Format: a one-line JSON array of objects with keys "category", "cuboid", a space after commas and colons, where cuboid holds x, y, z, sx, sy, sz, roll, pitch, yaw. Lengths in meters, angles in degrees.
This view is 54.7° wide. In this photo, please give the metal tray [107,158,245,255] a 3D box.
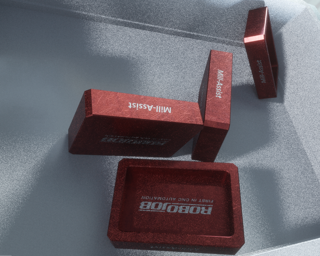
[{"category": "metal tray", "cuboid": [0.017, 0.081, 0.328, 0.131, 0.030, 0.090, 3, 55, 2]}]

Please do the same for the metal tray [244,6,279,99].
[{"category": "metal tray", "cuboid": [0.175, -0.124, 0.525, 0.130, 0.030, 0.090, 59, 38, -41]}]

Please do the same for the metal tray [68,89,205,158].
[{"category": "metal tray", "cuboid": [-0.028, 0.001, 0.349, 0.131, 0.090, 0.030, 5, 60, -26]}]

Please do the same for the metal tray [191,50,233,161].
[{"category": "metal tray", "cuboid": [0.070, -0.030, 0.418, 0.030, 0.090, 0.130, 10, 55, 2]}]
